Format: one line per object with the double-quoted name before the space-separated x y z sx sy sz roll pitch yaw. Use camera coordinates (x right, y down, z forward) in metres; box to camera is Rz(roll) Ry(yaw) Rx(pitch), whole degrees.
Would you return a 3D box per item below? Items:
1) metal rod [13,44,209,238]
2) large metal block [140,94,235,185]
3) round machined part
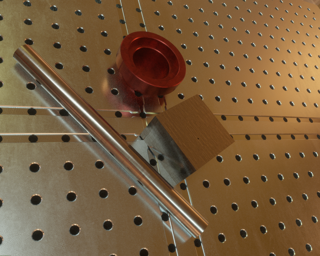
"metal rod" -0.059 0.014 0.367 0.300 0.025 0.025 44 51 2
"large metal block" 0.036 0.013 0.403 0.081 0.050 0.080 -29 78 -38
"round machined part" -0.016 -0.086 0.441 0.099 0.042 0.098 14 56 -21
